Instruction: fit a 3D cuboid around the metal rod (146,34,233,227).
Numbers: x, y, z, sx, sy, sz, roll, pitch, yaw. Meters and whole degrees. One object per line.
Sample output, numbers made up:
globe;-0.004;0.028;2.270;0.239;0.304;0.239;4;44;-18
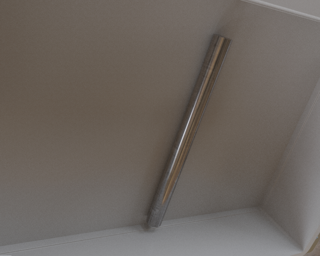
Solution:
metal rod;0.034;0.019;0.437;0.025;0.025;0.298;4;116;-31
